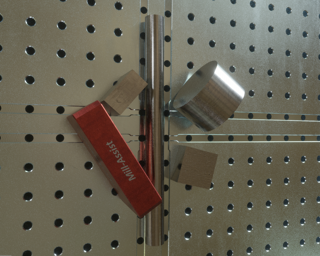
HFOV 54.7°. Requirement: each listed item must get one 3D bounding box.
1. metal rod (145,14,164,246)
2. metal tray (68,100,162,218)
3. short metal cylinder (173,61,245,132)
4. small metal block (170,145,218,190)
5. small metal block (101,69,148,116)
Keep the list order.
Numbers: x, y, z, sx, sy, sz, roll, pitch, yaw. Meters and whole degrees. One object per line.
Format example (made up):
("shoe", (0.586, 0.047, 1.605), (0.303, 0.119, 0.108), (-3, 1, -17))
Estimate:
("metal rod", (-0.007, 0.003, 0.410), (0.025, 0.025, 0.298), (0, 90, -20))
("metal tray", (-0.055, 0.034, 0.358), (0.030, 0.090, 0.130), (-34, 102, -17))
("short metal cylinder", (0.063, -0.042, 0.408), (0.050, 0.080, 0.080), (40, 77, -16))
("small metal block", (0.048, 0.054, 0.432), (0.050, 0.025, 0.050), (16, 85, -20))
("small metal block", (-0.047, -0.042, 0.382), (0.025, 0.050, 0.050), (43, 76, -15))
